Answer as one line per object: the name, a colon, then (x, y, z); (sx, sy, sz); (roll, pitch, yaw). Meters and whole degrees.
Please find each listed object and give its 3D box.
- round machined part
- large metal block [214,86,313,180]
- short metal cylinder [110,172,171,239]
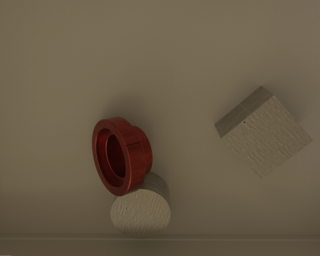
round machined part: (-0.046, 0.034, 0.395); (0.042, 0.098, 0.097); (-12, 115, -36)
large metal block: (0.131, 0.006, 0.402); (0.080, 0.050, 0.080); (-42, 105, 13)
short metal cylinder: (-0.026, 0.107, 0.437); (0.081, 0.050, 0.079); (0, 110, -1)
